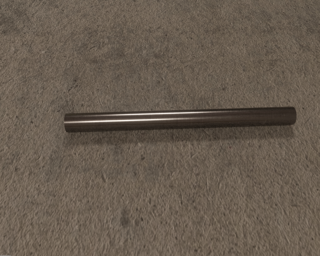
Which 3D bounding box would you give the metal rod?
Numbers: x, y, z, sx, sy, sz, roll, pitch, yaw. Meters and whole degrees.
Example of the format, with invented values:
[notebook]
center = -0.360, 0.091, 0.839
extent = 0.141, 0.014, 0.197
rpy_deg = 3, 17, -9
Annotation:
[metal rod]
center = 0.028, -0.012, 0.413
extent = 0.302, 0.025, 0.025
rpy_deg = -2, 50, -2
